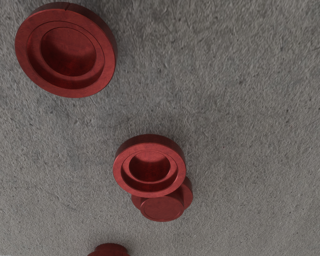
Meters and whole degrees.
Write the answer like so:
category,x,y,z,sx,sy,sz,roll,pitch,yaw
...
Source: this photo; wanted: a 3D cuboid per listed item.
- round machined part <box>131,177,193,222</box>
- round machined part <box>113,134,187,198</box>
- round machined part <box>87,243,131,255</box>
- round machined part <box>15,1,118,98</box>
category,x,y,z,sx,sy,sz,roll,pitch,yaw
round machined part,0.003,0.113,0.492,0.099,0.042,0.097,0,130,0
round machined part,-0.014,0.048,0.431,0.099,0.042,0.097,-1,123,-1
round machined part,-0.101,0.268,0.623,0.099,0.042,0.097,0,130,0
round machined part,-0.093,-0.083,0.324,0.099,0.042,0.097,0,130,0
